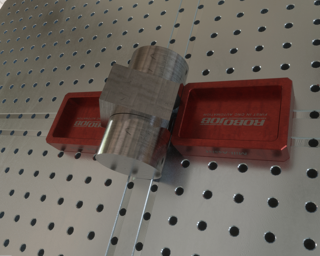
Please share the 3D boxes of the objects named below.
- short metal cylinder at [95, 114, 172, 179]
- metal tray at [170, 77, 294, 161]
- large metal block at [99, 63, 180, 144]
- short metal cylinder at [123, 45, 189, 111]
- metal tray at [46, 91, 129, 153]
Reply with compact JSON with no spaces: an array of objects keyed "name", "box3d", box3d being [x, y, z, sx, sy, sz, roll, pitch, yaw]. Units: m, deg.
[{"name":"short metal cylinder","box3d":[-0.031,0.024,0.374,0.080,0.080,0.050,2,63,29]},{"name":"metal tray","box3d":[0.085,-0.012,0.367,0.130,0.030,0.090,1,62,28]},{"name":"large metal block","box3d":[-0.027,-0.027,0.385,0.080,0.080,0.050,17,66,-2]},{"name":"short metal cylinder","box3d":[-0.006,-0.064,0.415,0.080,0.080,0.050,1,63,29]},{"name":"metal tray","box3d":[-0.099,-0.010,0.463,0.130,0.030,0.090,1,62,28]}]
